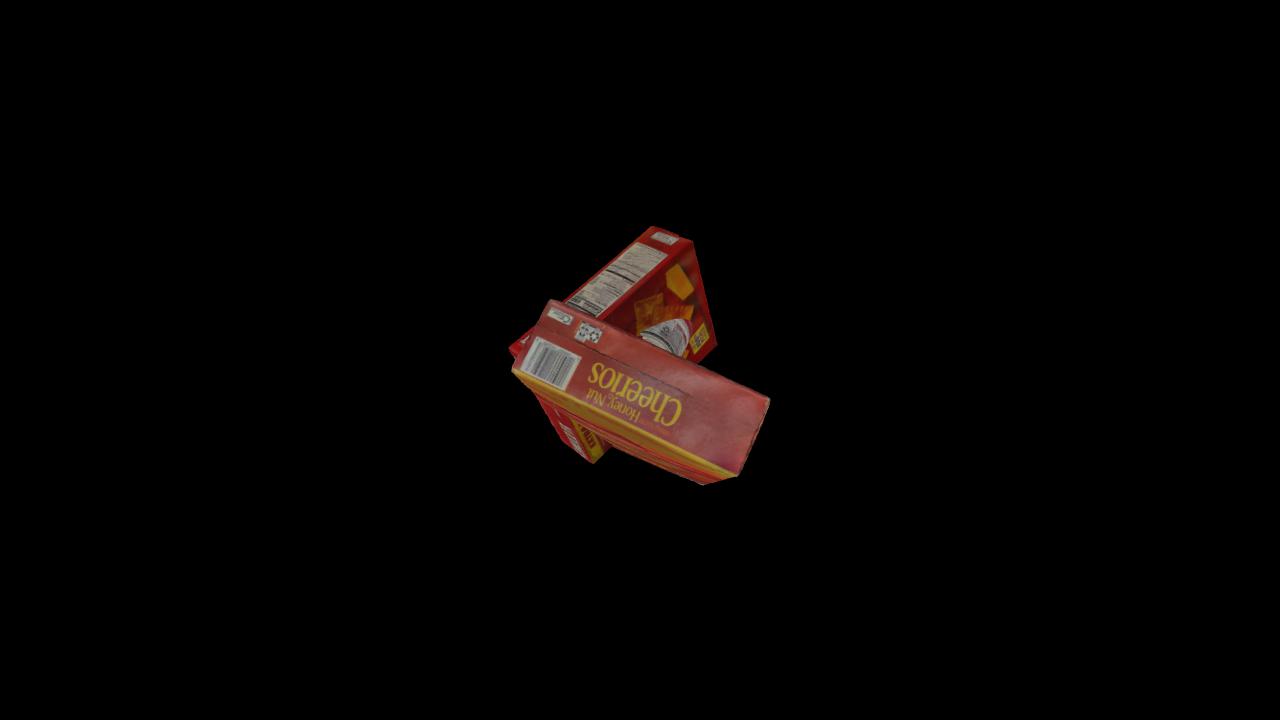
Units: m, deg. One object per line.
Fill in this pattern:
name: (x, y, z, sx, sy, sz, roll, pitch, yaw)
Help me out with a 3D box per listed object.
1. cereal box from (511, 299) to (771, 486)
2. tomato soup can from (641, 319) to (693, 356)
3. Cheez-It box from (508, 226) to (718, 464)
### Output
cereal box: (0.002, 0.054, 0.631, 0.203, 0.081, 0.306, 25, -12, 6)
tomato soup can: (0.023, -0.027, 0.700, 0.068, 0.068, 0.101, 0, 32, 22)
Cheez-It box: (-0.018, -0.017, 0.687, 0.223, 0.166, 0.071, -43, 48, -22)
